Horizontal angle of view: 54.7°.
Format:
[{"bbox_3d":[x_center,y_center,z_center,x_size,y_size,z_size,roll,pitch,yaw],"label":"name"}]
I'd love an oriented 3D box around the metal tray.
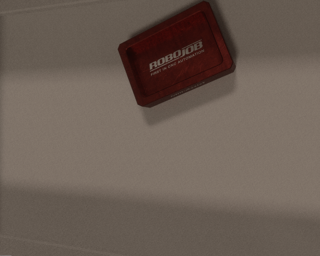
[{"bbox_3d":[0.020,-0.091,0.400,0.130,0.030,0.090,-22,83,18],"label":"metal tray"}]
